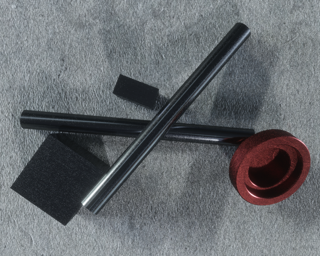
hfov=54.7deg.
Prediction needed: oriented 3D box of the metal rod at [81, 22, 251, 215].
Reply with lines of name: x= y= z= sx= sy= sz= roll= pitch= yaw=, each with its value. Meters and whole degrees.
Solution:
metal rod: x=0.013 y=-0.019 z=0.388 sx=0.025 sy=0.025 sz=0.300 roll=41 pitch=81 yaw=0

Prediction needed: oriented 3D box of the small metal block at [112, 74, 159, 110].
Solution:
small metal block: x=-0.029 y=-0.045 z=0.397 sx=0.050 sy=0.050 sz=0.025 roll=21 pitch=90 yaw=-1

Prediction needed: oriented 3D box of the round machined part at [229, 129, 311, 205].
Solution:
round machined part: x=0.133 y=0.045 z=0.391 sx=0.099 sy=0.042 sz=0.097 roll=-5 pitch=114 yaw=-11

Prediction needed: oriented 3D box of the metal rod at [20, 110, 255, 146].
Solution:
metal rod: x=-0.028 y=0.001 z=0.409 sx=0.302 sy=0.025 sz=0.025 roll=5 pitch=90 yaw=-1

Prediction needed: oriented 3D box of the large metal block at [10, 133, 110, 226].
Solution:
large metal block: x=-0.123 y=0.062 z=0.396 sx=0.080 sy=0.050 sz=0.080 roll=35 pitch=90 yaw=-1
